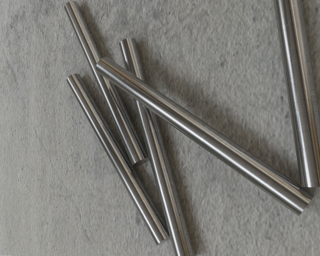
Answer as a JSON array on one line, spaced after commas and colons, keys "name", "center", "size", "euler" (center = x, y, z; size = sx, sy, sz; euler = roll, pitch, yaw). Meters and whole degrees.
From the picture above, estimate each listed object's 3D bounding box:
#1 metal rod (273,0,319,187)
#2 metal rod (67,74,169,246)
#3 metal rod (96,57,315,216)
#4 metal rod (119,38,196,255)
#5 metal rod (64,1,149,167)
[{"name": "metal rod", "center": [0.127, -0.095, 0.299], "size": [0.025, 0.025, 0.298], "euler": [-10, 83, 39]}, {"name": "metal rod", "center": [-0.069, 0.031, 0.459], "size": [0.025, 0.025, 0.299], "euler": [-48, 62, 29]}, {"name": "metal rod", "center": [0.030, -0.007, 0.358], "size": [0.300, 0.025, 0.025], "euler": [36, 112, 27]}, {"name": "metal rod", "center": [-0.007, 0.019, 0.408], "size": [0.025, 0.025, 0.299], "euler": [-25, 75, 37]}, {"name": "metal rod", "center": [-0.088, -0.079, 0.474], "size": [0.025, 0.025, 0.299], "euler": [-39, 66, 33]}]
